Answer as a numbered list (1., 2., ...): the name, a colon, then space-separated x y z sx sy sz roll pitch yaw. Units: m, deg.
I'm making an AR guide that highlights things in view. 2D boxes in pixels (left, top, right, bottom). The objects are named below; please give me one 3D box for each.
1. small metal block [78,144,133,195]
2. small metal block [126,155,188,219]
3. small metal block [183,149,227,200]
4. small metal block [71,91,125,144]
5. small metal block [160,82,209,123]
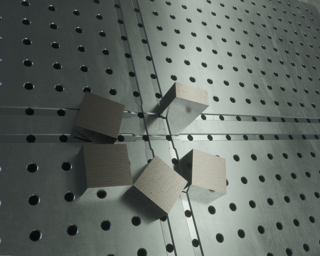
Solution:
1. small metal block: -0.062 0.046 0.348 0.050 0.025 0.050 1 61 -28
2. small metal block: -0.003 0.069 0.366 0.050 0.025 0.050 40 51 -1
3. small metal block: 0.058 0.061 0.404 0.050 0.025 0.050 19 54 -18
4. small metal block: -0.074 -0.010 0.375 0.050 0.025 0.050 20 54 -17
5. small metal block: 0.033 -0.034 0.432 0.050 0.050 0.025 13 57 -22
